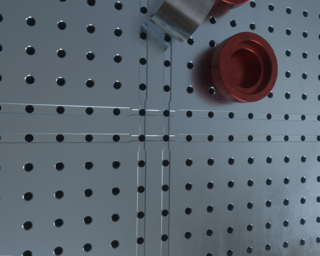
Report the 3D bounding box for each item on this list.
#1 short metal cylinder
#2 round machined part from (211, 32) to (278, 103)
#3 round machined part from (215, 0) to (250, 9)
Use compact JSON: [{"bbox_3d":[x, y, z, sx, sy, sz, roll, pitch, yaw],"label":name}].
[{"bbox_3d":[0.028,-0.157,0.395,0.050,0.080,0.080,31,80,-18],"label":"short metal cylinder"},{"bbox_3d":[0.117,-0.084,0.448,0.099,0.042,0.097,0,90,-21],"label":"round machined part"},{"bbox_3d":[0.091,-0.217,0.438,0.099,0.042,0.097,0,90,-21],"label":"round machined part"}]
